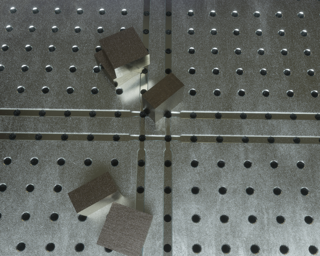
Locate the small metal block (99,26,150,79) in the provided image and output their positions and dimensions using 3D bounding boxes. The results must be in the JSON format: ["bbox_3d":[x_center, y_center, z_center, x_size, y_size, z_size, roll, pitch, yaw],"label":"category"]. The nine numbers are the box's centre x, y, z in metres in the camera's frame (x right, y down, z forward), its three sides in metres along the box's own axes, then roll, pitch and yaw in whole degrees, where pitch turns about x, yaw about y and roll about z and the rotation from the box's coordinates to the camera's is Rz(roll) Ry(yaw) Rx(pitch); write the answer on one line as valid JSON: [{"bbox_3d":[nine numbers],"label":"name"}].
[{"bbox_3d":[-0.048,-0.103,0.422,0.050,0.025,0.050,-26,72,-10],"label":"small metal block"}]

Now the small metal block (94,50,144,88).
[{"bbox_3d":[-0.058,-0.094,0.445,0.050,0.025,0.050,-34,74,-12],"label":"small metal block"}]

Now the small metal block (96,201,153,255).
[{"bbox_3d":[-0.040,0.121,0.367,0.050,0.025,0.050,18,71,6],"label":"small metal block"}]

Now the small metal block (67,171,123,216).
[{"bbox_3d":[-0.075,0.080,0.368,0.050,0.050,0.025,-28,73,-10],"label":"small metal block"}]

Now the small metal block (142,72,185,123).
[{"bbox_3d":[0.004,-0.039,0.413,0.050,0.050,0.025,-40,75,-13],"label":"small metal block"}]
